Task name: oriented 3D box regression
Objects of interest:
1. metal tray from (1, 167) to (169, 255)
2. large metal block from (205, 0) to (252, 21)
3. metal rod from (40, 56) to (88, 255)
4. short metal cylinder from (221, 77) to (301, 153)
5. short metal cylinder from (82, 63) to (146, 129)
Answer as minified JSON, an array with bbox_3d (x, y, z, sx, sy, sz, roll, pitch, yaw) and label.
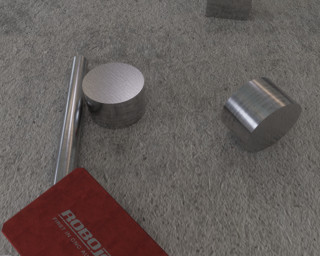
[{"bbox_3d":[-0.067,0.111,0.288,0.130,0.030,0.090,42,61,15],"label":"metal tray"},{"bbox_3d":[0.135,-0.257,0.604,0.080,0.050,0.080,9,51,7],"label":"large metal block"},{"bbox_3d":[-0.114,0.010,0.393,0.025,0.025,0.300,-3,50,-3],"label":"metal rod"},{"bbox_3d":[0.123,-0.015,0.381,0.081,0.080,0.050,-22,54,-18],"label":"short metal cylinder"},{"bbox_3d":[-0.061,-0.045,0.424,0.081,0.050,0.080,0,50,0],"label":"short metal cylinder"}]
